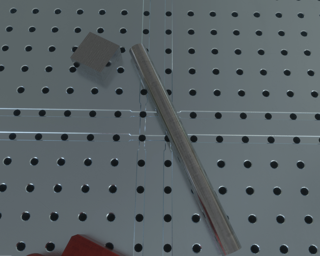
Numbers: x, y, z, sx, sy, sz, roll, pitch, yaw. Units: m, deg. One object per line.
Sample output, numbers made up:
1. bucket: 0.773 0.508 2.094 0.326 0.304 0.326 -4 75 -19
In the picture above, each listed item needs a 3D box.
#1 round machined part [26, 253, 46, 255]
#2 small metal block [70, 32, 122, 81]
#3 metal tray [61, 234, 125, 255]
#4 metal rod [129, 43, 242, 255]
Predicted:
1. round machined part: -0.144 0.176 0.309 0.098 0.042 0.098 -25 44 27
2. small metal block: -0.092 -0.104 0.449 0.050 0.025 0.050 27 72 9
3. metal tray: -0.084 0.196 0.337 0.090 0.030 0.130 24 71 8
4. metal rod: 0.025 0.014 0.406 0.025 0.025 0.299 -22 72 -8
